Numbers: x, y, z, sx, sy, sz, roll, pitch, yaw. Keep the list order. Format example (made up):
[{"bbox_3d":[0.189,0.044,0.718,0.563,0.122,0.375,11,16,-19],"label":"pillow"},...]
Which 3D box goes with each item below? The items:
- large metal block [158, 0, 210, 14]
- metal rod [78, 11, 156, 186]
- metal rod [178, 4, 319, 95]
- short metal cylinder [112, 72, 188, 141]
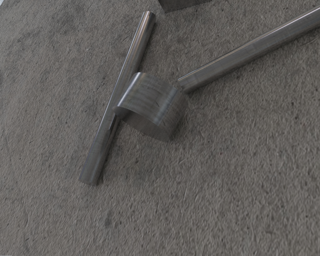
[{"bbox_3d":[0.040,-0.249,0.520,0.080,0.050,0.080,-6,59,25],"label":"large metal block"},{"bbox_3d":[-0.057,-0.059,0.469,0.025,0.025,0.300,2,63,29],"label":"metal rod"},{"bbox_3d":[0.162,-0.122,0.393,0.300,0.025,0.025,-26,53,11],"label":"metal rod"},{"bbox_3d":[-0.012,-0.025,0.390,0.080,0.080,0.050,19,72,35],"label":"short metal cylinder"}]
